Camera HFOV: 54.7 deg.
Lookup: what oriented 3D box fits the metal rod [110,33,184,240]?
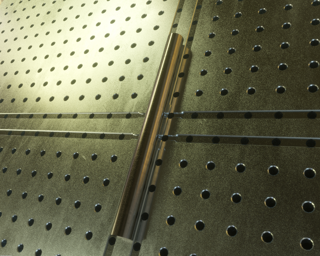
[{"bbox_3d":[-0.010,-0.007,0.416,0.025,0.025,0.300,1,62,28],"label":"metal rod"}]
